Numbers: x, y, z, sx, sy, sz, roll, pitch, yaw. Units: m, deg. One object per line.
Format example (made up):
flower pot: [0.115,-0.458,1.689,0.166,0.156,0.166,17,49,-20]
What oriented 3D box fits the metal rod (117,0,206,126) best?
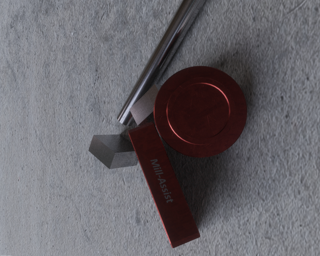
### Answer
metal rod: [0.023,-0.125,0.384,0.025,0.025,0.298,47,117,29]

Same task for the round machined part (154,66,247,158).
round machined part: [0.042,-0.017,0.327,0.099,0.042,0.097,0,91,4]

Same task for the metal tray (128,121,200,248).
metal tray: [0.004,0.067,0.359,0.030,0.090,0.130,-21,73,-4]

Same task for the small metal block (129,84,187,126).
small metal block: [-0.001,-0.027,0.387,0.050,0.050,0.025,-41,65,32]

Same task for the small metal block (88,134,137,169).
small metal block: [-0.064,0.032,0.439,0.050,0.050,0.025,33,111,34]
